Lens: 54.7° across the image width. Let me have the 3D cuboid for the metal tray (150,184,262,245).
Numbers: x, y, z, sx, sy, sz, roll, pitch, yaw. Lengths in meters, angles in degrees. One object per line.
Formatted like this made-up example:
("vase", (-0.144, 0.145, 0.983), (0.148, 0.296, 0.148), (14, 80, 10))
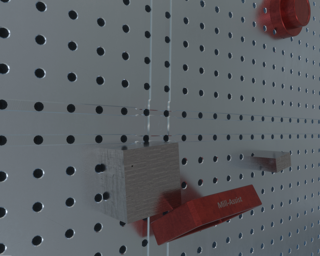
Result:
("metal tray", (0.064, 0.116, 0.419), (0.131, 0.090, 0.030), (-2, 60, -40))

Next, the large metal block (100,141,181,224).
("large metal block", (-0.022, 0.060, 0.375), (0.081, 0.050, 0.079), (-5, 94, -40))

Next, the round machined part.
("round machined part", (0.267, -0.234, 0.622), (0.099, 0.042, 0.097), (0, 90, -40))

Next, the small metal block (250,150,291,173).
("small metal block", (0.201, 0.060, 0.562), (0.050, 0.050, 0.025), (-12, 98, -39))
